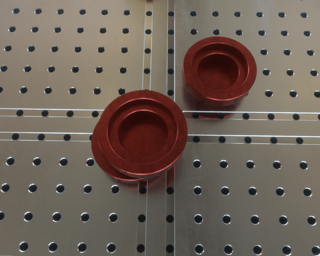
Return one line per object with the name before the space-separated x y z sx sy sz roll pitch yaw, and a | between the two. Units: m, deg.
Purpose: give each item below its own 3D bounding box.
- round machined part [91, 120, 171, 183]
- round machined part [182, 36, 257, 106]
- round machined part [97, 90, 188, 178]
round machined part | -0.034 0.022 0.395 0.099 0.042 0.098 0 70 0
round machined part | 0.079 -0.074 0.430 0.099 0.042 0.098 0 70 0
round machined part | -0.019 0.009 0.355 0.099 0.042 0.098 0 70 0
